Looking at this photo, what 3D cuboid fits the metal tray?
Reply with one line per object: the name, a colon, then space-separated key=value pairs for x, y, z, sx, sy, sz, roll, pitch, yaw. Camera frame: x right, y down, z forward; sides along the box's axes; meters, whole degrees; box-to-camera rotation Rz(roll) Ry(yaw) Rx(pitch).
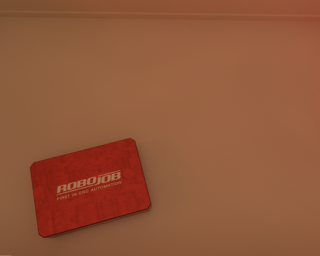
metal tray: x=-0.084 y=0.072 z=0.380 sx=0.131 sy=0.030 sz=0.090 roll=-14 pitch=71 yaw=-5
